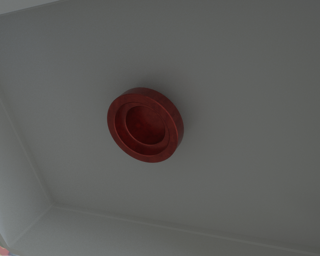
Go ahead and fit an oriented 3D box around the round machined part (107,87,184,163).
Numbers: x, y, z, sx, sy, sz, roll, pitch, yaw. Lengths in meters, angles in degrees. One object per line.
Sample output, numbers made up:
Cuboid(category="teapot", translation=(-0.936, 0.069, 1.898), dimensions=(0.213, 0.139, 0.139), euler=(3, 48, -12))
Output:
Cuboid(category="round machined part", translation=(-0.015, -0.007, 0.398), dimensions=(0.098, 0.042, 0.097), euler=(13, 124, 21))
